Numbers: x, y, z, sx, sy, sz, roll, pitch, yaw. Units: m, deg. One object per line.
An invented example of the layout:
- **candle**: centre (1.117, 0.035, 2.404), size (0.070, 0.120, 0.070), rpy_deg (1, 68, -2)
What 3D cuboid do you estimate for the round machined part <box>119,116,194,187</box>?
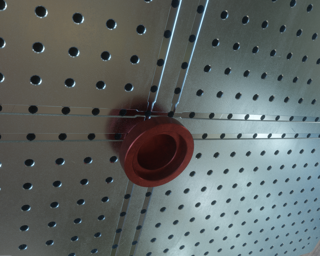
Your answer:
- **round machined part**: centre (-0.007, 0.027, 0.412), size (0.099, 0.042, 0.097), rpy_deg (-14, 124, -21)
